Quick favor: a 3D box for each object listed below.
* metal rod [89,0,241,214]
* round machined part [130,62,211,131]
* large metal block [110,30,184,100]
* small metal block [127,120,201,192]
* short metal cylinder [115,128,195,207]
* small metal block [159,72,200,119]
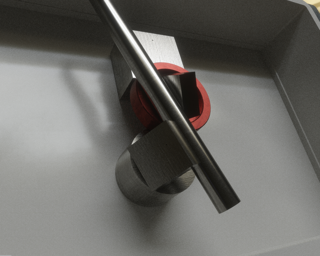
[{"bbox_3d":[-0.006,-0.046,0.340,0.025,0.025,0.299,-21,73,-36],"label":"metal rod"},{"bbox_3d":[0.009,-0.029,0.380,0.099,0.042,0.098,14,56,-21],"label":"round machined part"},{"bbox_3d":[-0.017,-0.085,0.430,0.081,0.050,0.080,0,62,-29],"label":"large metal block"},{"bbox_3d":[0.004,0.027,0.308,0.050,0.050,0.025,59,19,14],"label":"small metal block"},{"bbox_3d":[-0.005,0.046,0.359,0.081,0.050,0.080,14,56,-21],"label":"short metal cylinder"},{"bbox_3d":[0.017,-0.037,0.359,0.025,0.050,0.050,-19,107,-39],"label":"small metal block"}]
